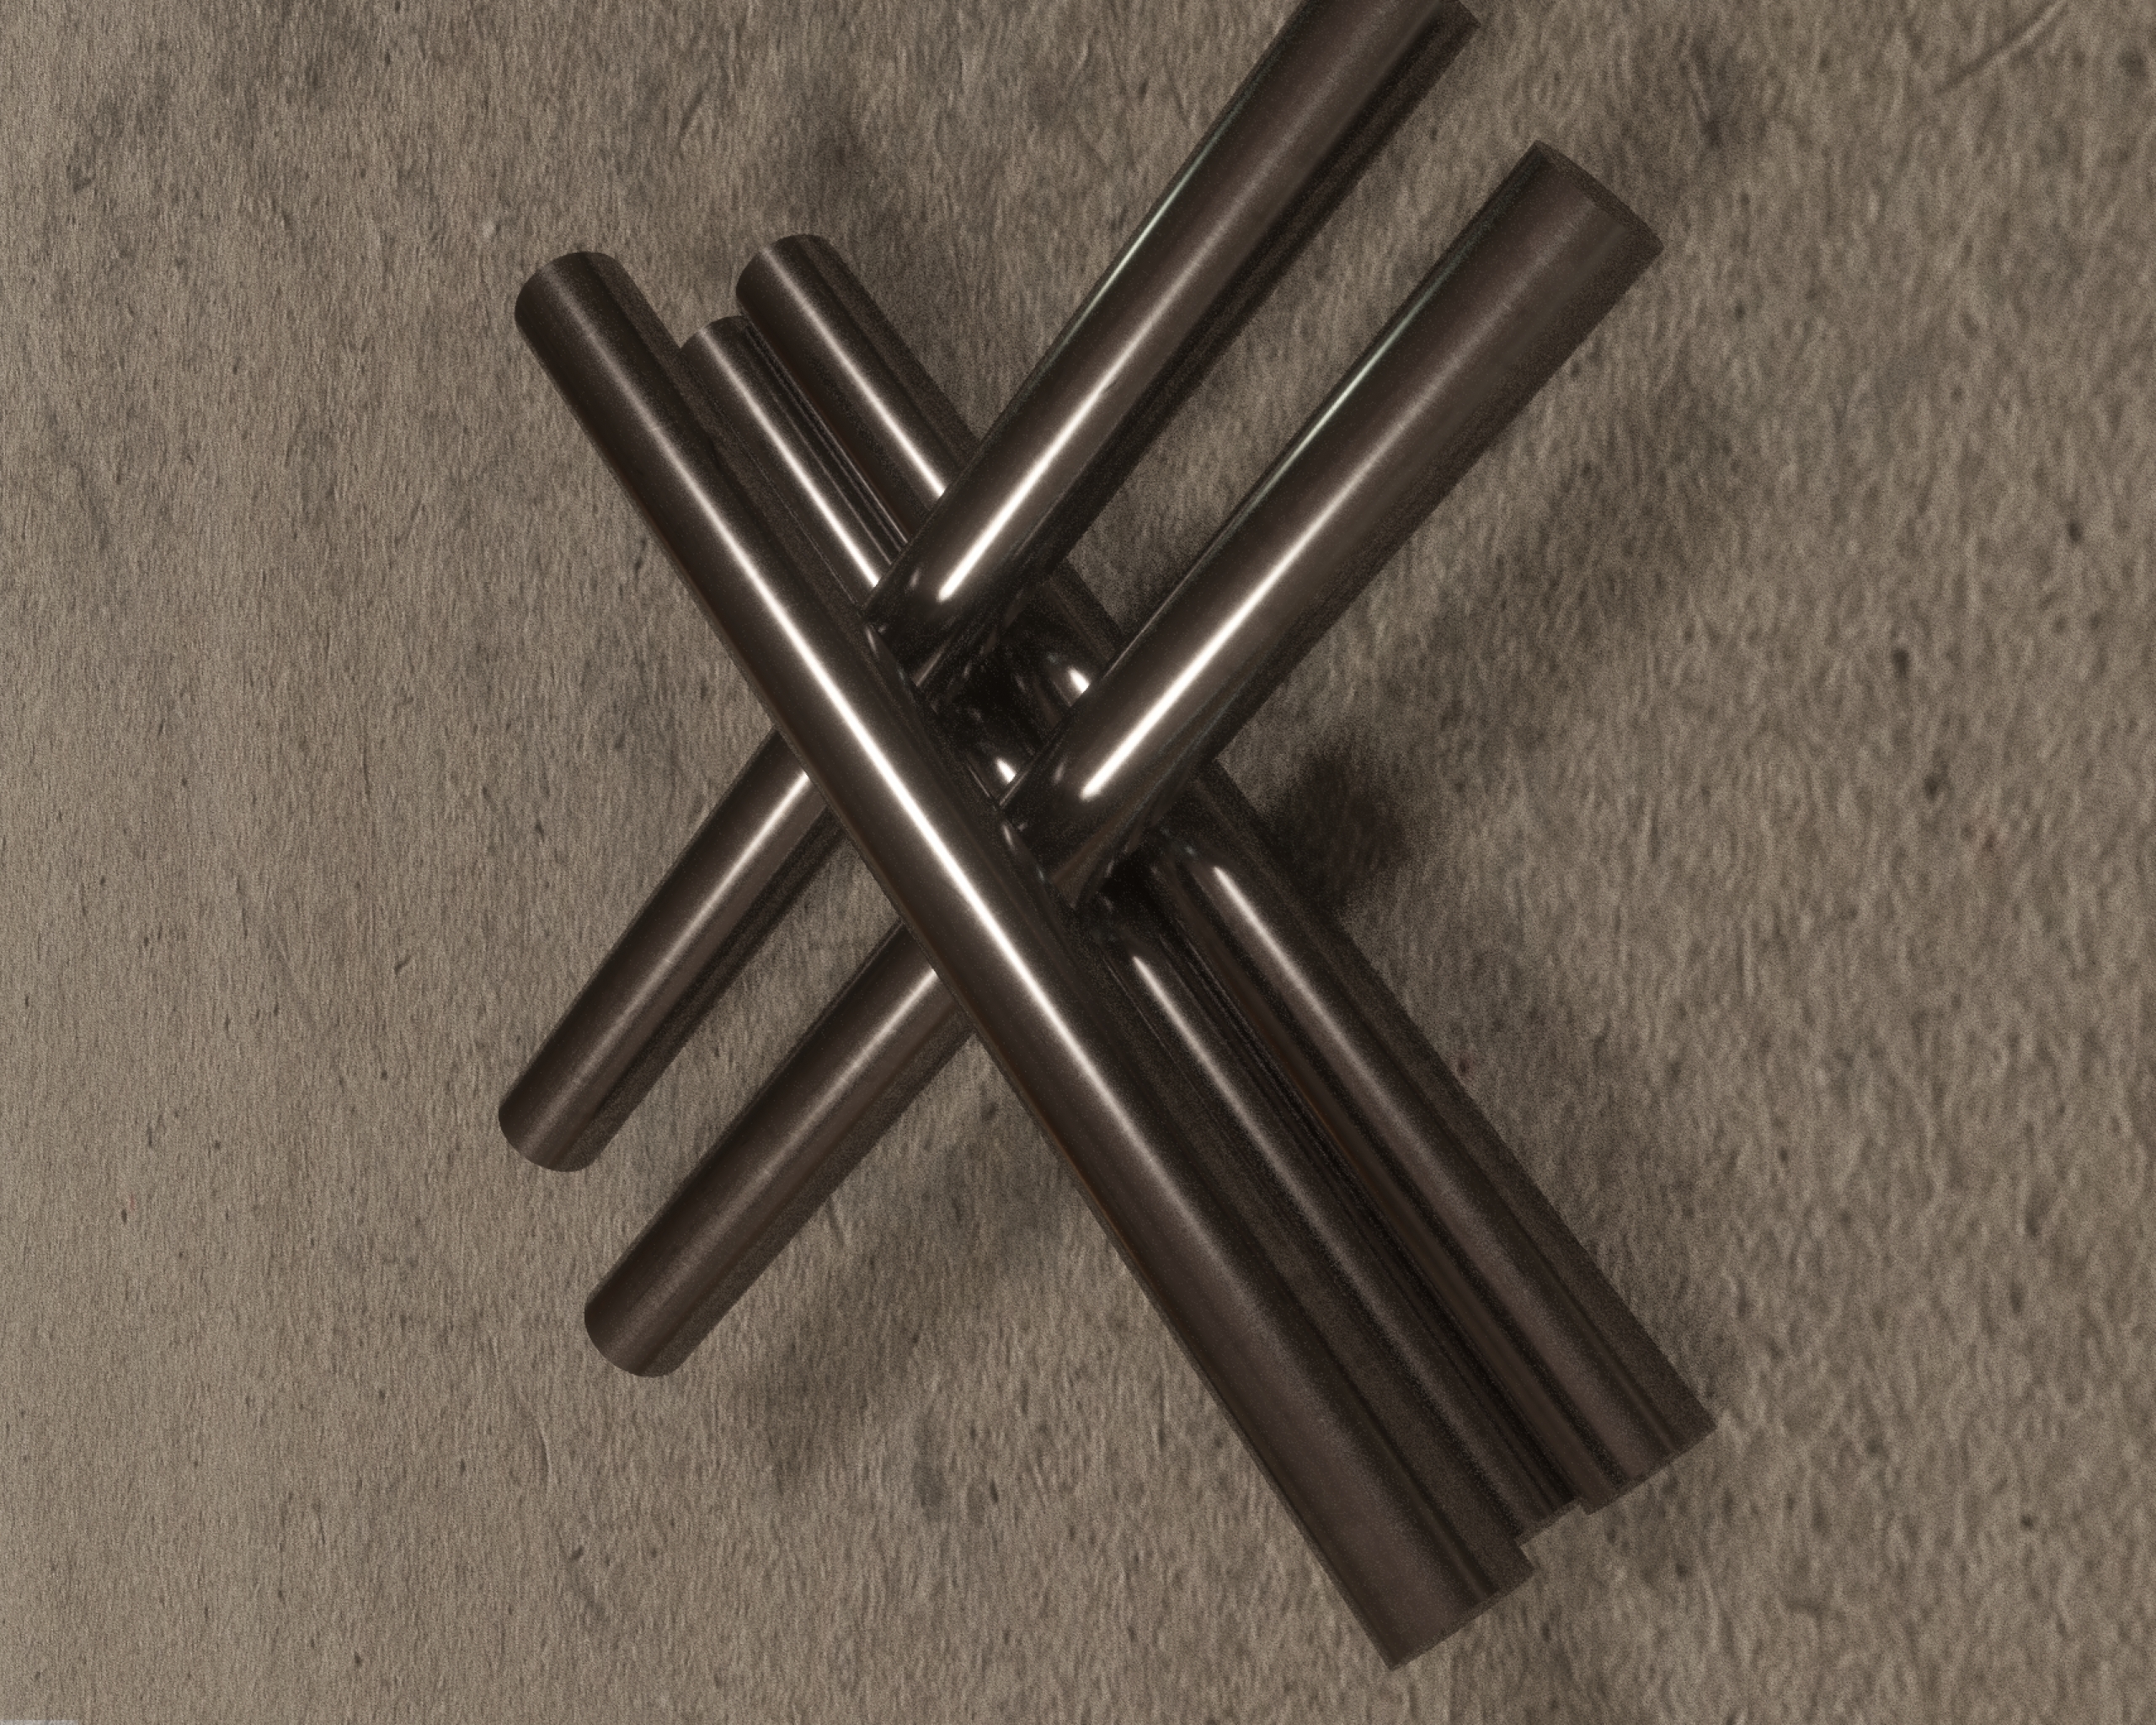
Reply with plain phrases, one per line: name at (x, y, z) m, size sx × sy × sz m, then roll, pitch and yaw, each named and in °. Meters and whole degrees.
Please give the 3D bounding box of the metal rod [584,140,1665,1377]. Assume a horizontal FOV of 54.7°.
metal rod at (-0.009, 0.001, 0.379) m, size 0.299 × 0.025 × 0.025 m, roll -49°, pitch 61°, yaw 28°

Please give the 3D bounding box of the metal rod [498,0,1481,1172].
metal rod at (-0.032, -0.040, 0.398) m, size 0.299 × 0.025 × 0.025 m, roll -49°, pitch 61°, yaw 28°

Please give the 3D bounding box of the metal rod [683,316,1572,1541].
metal rod at (-0.002, -0.001, 0.406) m, size 0.025 × 0.025 × 0.299 m, roll -49°, pitch 61°, yaw 28°

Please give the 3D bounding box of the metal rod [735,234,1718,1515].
metal rod at (0.014, -0.015, 0.393) m, size 0.025 × 0.025 × 0.299 m, roll -49°, pitch 61°, yaw 28°

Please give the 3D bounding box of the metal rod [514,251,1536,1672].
metal rod at (-0.024, -0.003, 0.359) m, size 0.025 × 0.025 × 0.299 m, roll -50°, pitch 61°, yaw 28°
